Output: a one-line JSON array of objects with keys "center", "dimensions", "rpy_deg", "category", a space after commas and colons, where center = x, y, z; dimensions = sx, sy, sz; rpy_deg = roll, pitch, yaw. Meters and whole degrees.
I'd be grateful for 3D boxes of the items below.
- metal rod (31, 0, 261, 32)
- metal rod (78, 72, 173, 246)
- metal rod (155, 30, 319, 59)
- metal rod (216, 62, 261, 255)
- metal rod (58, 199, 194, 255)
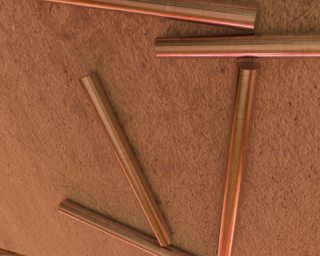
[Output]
[{"center": [-0.045, -0.141, 0.343], "dimensions": [0.301, 0.025, 0.025], "rpy_deg": [15, 125, 19], "category": "metal rod"}, {"center": [-0.044, 0.059, 0.466], "dimensions": [0.025, 0.025, 0.299], "rpy_deg": [-10, 114, 32], "category": "metal rod"}, {"center": [0.135, -0.077, 0.287], "dimensions": [0.301, 0.025, 0.025], "rpy_deg": [6, 121, 25], "category": "metal rod"}, {"center": [0.094, 0.063, 0.396], "dimensions": [0.025, 0.025, 0.298], "rpy_deg": [12, 124, 22], "category": "metal rod"}, {"center": [-0.052, 0.193, 0.553], "dimensions": [0.301, 0.025, 0.025], "rpy_deg": [18, 126, 17], "category": "metal rod"}]
